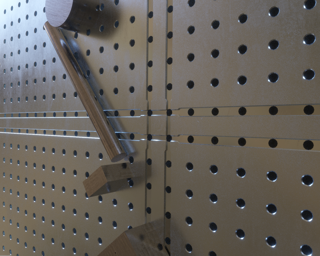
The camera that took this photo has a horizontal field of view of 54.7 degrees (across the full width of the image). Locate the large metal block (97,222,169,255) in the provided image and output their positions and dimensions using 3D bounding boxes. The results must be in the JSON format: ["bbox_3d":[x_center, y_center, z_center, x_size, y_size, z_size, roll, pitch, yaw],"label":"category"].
[{"bbox_3d":[-0.033,0.189,0.420,0.080,0.050,0.080,-48,62,29],"label":"large metal block"}]

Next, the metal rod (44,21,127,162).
[{"bbox_3d":[-0.132,-0.074,0.518,0.025,0.025,0.299,-46,63,30],"label":"metal rod"}]

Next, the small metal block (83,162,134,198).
[{"bbox_3d":[-0.076,0.076,0.456,0.050,0.050,0.025,-41,66,32],"label":"small metal block"}]

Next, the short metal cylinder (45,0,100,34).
[{"bbox_3d":[-0.146,-0.202,0.514,0.080,0.050,0.079,0,90,40],"label":"short metal cylinder"}]
